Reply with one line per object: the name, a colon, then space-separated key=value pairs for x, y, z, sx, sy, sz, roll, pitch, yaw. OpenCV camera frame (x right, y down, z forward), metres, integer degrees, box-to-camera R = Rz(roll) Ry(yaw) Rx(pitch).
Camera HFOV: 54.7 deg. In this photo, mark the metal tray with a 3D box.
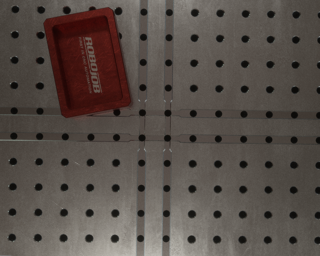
metal tray: x=-0.093 y=-0.084 z=0.409 sx=0.091 sy=0.030 sz=0.129 roll=-11 pitch=90 yaw=-1
